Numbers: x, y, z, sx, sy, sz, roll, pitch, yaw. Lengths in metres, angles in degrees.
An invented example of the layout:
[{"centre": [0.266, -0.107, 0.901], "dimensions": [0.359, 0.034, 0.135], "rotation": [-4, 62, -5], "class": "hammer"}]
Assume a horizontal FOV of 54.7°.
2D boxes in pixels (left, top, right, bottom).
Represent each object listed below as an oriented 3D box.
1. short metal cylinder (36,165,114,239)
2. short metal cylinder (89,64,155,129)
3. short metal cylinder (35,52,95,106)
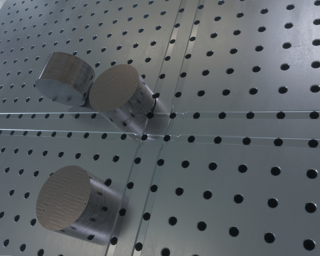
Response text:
[{"centre": [-0.106, 0.094, 0.390], "dimensions": [0.080, 0.050, 0.080], "rotation": [-13, 56, 21], "class": "short metal cylinder"}, {"centre": [-0.054, -0.045, 0.448], "dimensions": [0.080, 0.050, 0.080], "rotation": [-13, 56, 21], "class": "short metal cylinder"}, {"centre": [-0.151, -0.077, 0.500], "dimensions": [0.080, 0.080, 0.050], "rotation": [1, 63, 29], "class": "short metal cylinder"}]
